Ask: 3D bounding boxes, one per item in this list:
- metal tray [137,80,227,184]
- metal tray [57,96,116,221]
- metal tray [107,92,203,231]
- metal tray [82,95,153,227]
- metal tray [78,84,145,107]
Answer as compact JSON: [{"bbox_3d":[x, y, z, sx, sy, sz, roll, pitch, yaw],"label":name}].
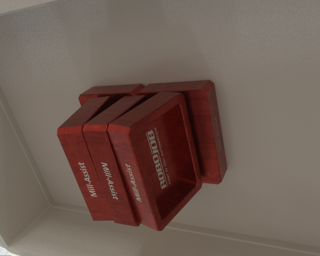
[{"bbox_3d":[0.030,0.008,0.392,0.090,0.030,0.129,0,119,28],"label":"metal tray"},{"bbox_3d":[-0.070,0.037,0.382,0.030,0.090,0.129,-6,116,17],"label":"metal tray"},{"bbox_3d":[0.001,0.036,0.344,0.030,0.091,0.129,9,124,40],"label":"metal tray"},{"bbox_3d":[-0.034,0.037,0.364,0.030,0.090,0.129,0,116,28],"label":"metal tray"},{"bbox_3d":[-0.051,0.006,0.433,0.090,0.030,0.129,0,119,28],"label":"metal tray"}]
